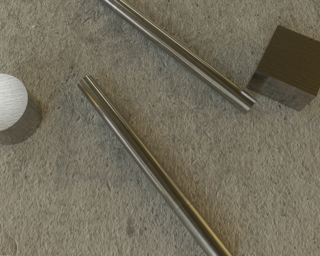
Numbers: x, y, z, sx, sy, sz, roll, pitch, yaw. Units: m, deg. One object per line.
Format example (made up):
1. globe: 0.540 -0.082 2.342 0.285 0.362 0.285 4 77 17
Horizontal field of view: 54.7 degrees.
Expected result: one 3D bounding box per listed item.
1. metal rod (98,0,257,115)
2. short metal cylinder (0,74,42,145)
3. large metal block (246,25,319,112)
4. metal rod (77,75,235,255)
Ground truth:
1. metal rod: 0.013 -0.123 0.452 0.300 0.025 0.025 41 75 13
2. short metal cylinder: -0.202 -0.023 0.402 0.081 0.050 0.080 0 70 0
3. large metal block: 0.177 -0.081 0.426 0.080 0.050 0.080 26 72 9
4. metal rod: -0.012 0.047 0.390 0.025 0.025 0.300 -36 74 -12
